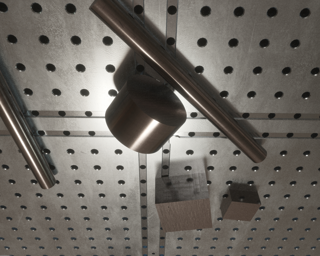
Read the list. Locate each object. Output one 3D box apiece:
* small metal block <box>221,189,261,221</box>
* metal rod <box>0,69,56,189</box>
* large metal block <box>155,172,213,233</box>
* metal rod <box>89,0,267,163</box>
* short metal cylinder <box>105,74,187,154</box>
[{"bbox_3d":[0.136,0.132,0.526,0.050,0.025,0.050,8,130,-7],"label":"small metal block"},{"bbox_3d":[-0.190,-0.027,0.385,0.025,0.025,0.298,-5,130,4],"label":"metal rod"},{"bbox_3d":[0.039,0.121,0.499,0.080,0.050,0.080,-8,130,6],"label":"large metal block"},{"bbox_3d":[0.041,-0.043,0.375,0.025,0.025,0.301,-36,122,26],"label":"metal rod"},{"bbox_3d":[-0.016,-0.017,0.361,0.080,0.080,0.050,27,125,-21],"label":"short metal cylinder"}]
